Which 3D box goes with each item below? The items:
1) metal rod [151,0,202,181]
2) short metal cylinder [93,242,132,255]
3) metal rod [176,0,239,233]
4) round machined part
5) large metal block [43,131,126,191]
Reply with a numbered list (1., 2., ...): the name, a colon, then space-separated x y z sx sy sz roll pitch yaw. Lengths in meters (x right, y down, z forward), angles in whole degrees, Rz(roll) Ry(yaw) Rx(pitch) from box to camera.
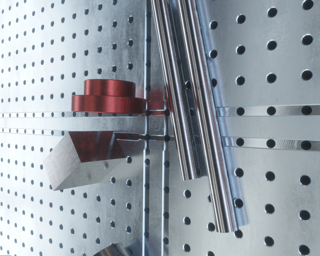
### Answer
1. metal rod: 0.015 -0.084 0.395 0.025 0.025 0.298 -15 80 38
2. short metal cylinder: -0.070 0.206 0.429 0.050 0.081 0.080 49 119 28
3. metal rod: 0.052 -0.032 0.364 0.025 0.025 0.298 -15 81 39
4. round machined part: -0.067 -0.041 0.415 0.098 0.099 0.042 4 93 39
5. large metal block: -0.114 0.048 0.465 0.080 0.081 0.050 -42 65 31
